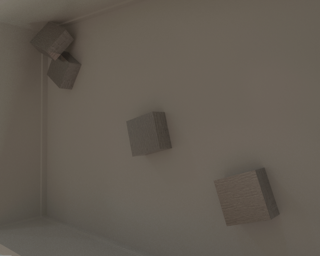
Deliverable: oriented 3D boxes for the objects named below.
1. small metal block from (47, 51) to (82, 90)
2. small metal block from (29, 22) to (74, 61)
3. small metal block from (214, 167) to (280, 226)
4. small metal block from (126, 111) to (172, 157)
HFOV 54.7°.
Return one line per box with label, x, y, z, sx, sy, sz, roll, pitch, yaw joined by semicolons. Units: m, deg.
small metal block;-0.170;-0.103;0.548;0.050;0.025;0.050;42;116;31
small metal block;-0.187;-0.151;0.536;0.050;0.025;0.050;30;77;29
small metal block;0.092;0.074;0.331;0.050;0.025;0.050;-24;75;37
small metal block;-0.015;0.009;0.420;0.050;0.025;0.050;-18;78;38
